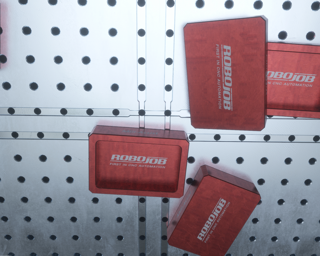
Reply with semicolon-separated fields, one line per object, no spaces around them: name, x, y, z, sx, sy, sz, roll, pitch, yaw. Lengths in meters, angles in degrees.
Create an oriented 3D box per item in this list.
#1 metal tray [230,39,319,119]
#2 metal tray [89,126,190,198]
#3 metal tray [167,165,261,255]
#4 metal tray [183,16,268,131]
metal tray;0.158;-0.061;0.390;0.131;0.030;0.089;3;110;-2
metal tray;-0.030;0.047;0.427;0.131;0.030;0.089;4;110;-2
metal tray;0.077;0.129;0.459;0.090;0.030;0.129;22;108;-9
metal tray;0.080;-0.063;0.371;0.090;0.030;0.129;2;112;22
